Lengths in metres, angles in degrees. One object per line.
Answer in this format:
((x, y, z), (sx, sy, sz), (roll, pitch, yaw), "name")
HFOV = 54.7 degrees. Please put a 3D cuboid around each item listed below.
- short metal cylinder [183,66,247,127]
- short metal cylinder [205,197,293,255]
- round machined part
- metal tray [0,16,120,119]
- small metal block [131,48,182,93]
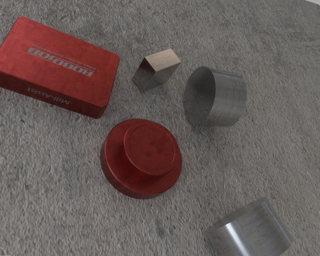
((0.075, -0.043, 0.435), (0.050, 0.080, 0.080), (6, 59, -26), "short metal cylinder")
((0.099, 0.120, 0.348), (0.081, 0.080, 0.050), (-20, 73, -35), "short metal cylinder")
((-0.017, 0.031, 0.365), (0.099, 0.042, 0.098), (14, 56, -21), "round machined part")
((-0.122, -0.073, 0.379), (0.131, 0.030, 0.090), (19, 54, -17), "metal tray")
((-0.005, -0.080, 0.433), (0.050, 0.050, 0.025), (-29, 78, -37), "small metal block")
